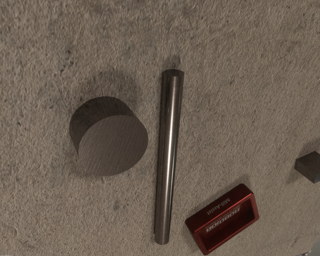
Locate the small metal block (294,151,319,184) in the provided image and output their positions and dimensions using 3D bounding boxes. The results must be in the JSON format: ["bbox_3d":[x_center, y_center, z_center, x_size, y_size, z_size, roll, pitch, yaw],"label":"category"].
[{"bbox_3d":[0.304,0.076,0.608,0.050,0.050,0.025,-19,126,-18],"label":"small metal block"}]

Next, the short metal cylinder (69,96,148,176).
[{"bbox_3d":[-0.061,0.009,0.364,0.081,0.050,0.079,-14,125,-21],"label":"short metal cylinder"}]

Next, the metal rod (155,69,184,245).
[{"bbox_3d":[0.010,0.061,0.451,0.025,0.025,0.298,-11,123,-23],"label":"metal rod"}]

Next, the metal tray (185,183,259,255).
[{"bbox_3d":[0.119,0.171,0.577,0.131,0.030,0.090,-31,129,-9],"label":"metal tray"}]
